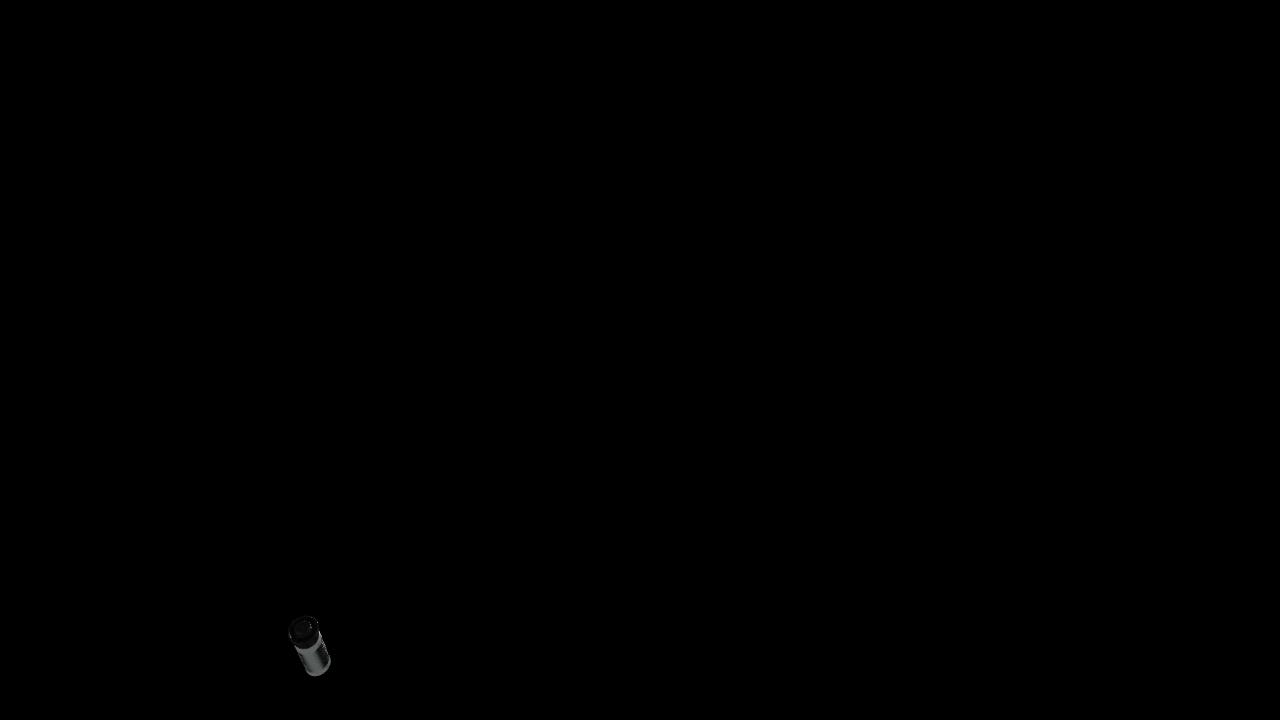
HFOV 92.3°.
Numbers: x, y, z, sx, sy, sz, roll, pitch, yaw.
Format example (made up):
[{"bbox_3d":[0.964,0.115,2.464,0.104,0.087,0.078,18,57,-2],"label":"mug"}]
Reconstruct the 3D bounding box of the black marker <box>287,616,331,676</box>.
[{"bbox_3d":[-0.246,0.215,0.460,0.020,0.020,0.121,0,-35,-22],"label":"black marker"}]
